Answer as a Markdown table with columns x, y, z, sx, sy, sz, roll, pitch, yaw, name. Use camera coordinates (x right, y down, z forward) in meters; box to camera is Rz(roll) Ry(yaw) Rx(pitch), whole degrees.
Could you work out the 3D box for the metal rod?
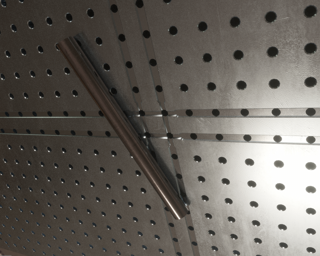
| x | y | z | sx | sy | sz | roll | pitch | yaw | name |
| --- | --- | --- | --- | --- | --- | --- | --- | --- | --- |
| -0.046 | 0.009 | 0.438 | 0.025 | 0.025 | 0.299 | -23 | 107 | 36 | metal rod |
